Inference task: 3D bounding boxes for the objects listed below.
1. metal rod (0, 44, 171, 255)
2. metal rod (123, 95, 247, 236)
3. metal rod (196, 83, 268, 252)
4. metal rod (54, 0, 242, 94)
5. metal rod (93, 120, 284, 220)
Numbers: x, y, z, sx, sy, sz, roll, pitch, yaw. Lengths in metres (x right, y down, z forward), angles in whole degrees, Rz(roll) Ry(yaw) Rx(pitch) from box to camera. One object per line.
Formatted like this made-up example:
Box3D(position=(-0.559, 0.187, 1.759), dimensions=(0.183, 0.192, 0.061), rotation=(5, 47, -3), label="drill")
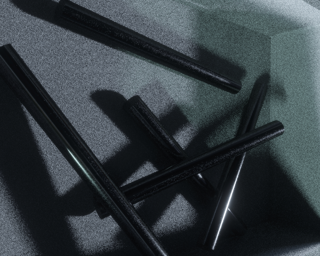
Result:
Box3D(position=(-0.067, 0.050, 0.322), dimensions=(0.025, 0.025, 0.299), rotation=(-43, 108, -31), label="metal rod")
Box3D(position=(0.050, 0.070, 0.447), dimensions=(0.300, 0.025, 0.025), rotation=(50, 61, -28), label="metal rod")
Box3D(position=(0.121, 0.043, 0.484), dimensions=(0.025, 0.025, 0.300), rotation=(47, 55, -30), label="metal rod")
Box3D(position=(0.010, -0.095, 0.414), dimensions=(0.302, 0.025, 0.025), rotation=(13, 82, -39), label="metal rod")
Box3D(position=(0.057, 0.046, 0.416), dimensions=(0.302, 0.025, 0.025), rotation=(-20, 103, -27), label="metal rod")
